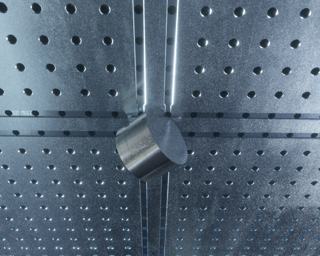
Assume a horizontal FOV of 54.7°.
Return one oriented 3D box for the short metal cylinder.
[{"bbox_3d":[-0.009,0.021,0.393,0.050,0.080,0.080,-33,123,24],"label":"short metal cylinder"}]
